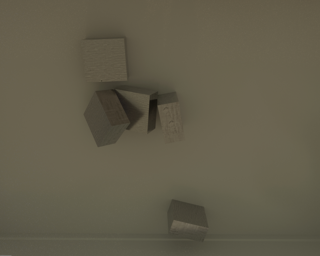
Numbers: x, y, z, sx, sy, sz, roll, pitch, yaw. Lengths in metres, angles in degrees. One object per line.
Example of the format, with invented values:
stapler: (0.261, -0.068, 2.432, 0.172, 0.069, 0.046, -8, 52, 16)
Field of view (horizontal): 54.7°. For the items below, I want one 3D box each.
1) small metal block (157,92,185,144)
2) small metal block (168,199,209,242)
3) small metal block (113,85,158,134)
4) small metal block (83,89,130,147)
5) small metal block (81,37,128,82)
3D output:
small metal block: (0.014, -0.014, 0.393, 0.025, 0.050, 0.050, -10, 110, 3)
small metal block: (0.039, 0.133, 0.448, 0.050, 0.050, 0.025, 15, 109, -6)
small metal block: (-0.032, -0.024, 0.393, 0.050, 0.025, 0.050, 12, 112, 19)
small metal block: (-0.067, -0.012, 0.382, 0.050, 0.025, 0.050, -49, 62, 46)
small metal block: (-0.066, -0.084, 0.379, 0.050, 0.025, 0.050, -2, 110, 0)
